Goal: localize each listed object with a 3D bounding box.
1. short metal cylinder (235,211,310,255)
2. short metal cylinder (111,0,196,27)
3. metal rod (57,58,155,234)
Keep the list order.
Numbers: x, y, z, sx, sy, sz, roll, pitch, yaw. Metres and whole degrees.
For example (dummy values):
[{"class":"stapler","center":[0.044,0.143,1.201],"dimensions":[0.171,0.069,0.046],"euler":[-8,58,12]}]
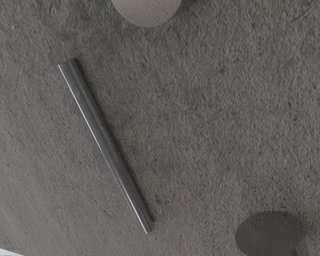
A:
[{"class":"short metal cylinder","center":[0.142,0.151,0.390],"dimensions":[0.080,0.080,0.050],"euler":[-10,113,32]},{"class":"short metal cylinder","center":[-0.005,-0.145,0.304],"dimensions":[0.080,0.050,0.079],"euler":[13,124,21]},{"class":"metal rod","center":[-0.074,0.039,0.469],"dimensions":[0.025,0.025,0.299],"euler":[-9,114,32]}]
